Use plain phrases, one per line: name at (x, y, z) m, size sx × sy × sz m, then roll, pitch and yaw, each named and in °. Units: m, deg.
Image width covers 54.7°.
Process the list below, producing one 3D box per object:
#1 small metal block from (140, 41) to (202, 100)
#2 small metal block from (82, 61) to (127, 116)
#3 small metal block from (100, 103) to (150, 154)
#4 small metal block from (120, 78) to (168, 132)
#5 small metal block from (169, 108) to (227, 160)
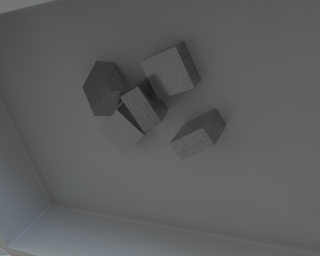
small metal block at (0.013, -0.066, 0.361) m, size 0.050 × 0.025 × 0.050 m, roll -15°, pitch 111°, yaw 34°
small metal block at (-0.072, -0.050, 0.401) m, size 0.050 × 0.025 × 0.050 m, roll -49°, pitch 58°, yaw 39°
small metal block at (-0.048, 0.000, 0.434) m, size 0.050 × 0.025 × 0.050 m, roll 44°, pitch 129°, yaw -2°
small metal block at (-0.017, -0.030, 0.380) m, size 0.025 × 0.050 × 0.050 m, roll -29°, pitch 103°, yaw 20°
small metal block at (0.046, 0.007, 0.372) m, size 0.050 × 0.050 × 0.025 m, roll -28°, pitch 103°, yaw 37°
